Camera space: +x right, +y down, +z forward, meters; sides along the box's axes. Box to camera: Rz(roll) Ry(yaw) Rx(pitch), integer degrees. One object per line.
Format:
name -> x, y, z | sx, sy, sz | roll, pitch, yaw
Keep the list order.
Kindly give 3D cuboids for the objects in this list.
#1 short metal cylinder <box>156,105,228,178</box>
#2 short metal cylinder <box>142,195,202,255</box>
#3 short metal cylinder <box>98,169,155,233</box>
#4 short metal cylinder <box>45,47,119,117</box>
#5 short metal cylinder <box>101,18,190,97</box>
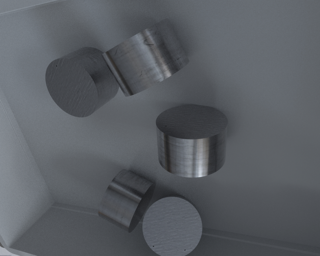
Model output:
short metal cylinder -> 0.037, 0.013, 0.362 | 0.080, 0.080, 0.050 | 11, 123, 22
short metal cylinder -> 0.018, 0.137, 0.441 | 0.080, 0.050, 0.080 | -1, 81, 4
short metal cylinder -> -0.048, 0.109, 0.466 | 0.050, 0.080, 0.079 | 24, 127, 13
short metal cylinder -> -0.101, -0.061, 0.408 | 0.080, 0.050, 0.079 | 13, 124, 21
short metal cylinder -> -0.015, -0.076, 0.334 | 0.080, 0.080, 0.050 | -19, 109, 35
